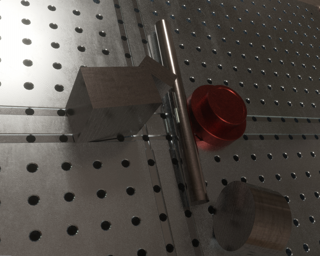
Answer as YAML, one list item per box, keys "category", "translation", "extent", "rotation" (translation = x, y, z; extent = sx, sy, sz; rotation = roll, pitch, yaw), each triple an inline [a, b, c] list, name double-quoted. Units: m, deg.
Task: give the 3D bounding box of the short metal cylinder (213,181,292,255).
- category: "short metal cylinder"
  translation: [0.106, 0.107, 0.367]
  extent: [0.050, 0.080, 0.080]
  rotation: [18, 55, -19]

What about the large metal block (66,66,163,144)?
- category: "large metal block"
  translation: [-0.056, -0.027, 0.360]
  extent: [0.081, 0.080, 0.050]
  rotation: [-8, 66, -32]

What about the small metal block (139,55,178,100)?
- category: "small metal block"
  translation: [-0.012, -0.064, 0.426]
  extent: [0.050, 0.050, 0.025]
  rotation: [34, 51, -7]

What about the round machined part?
- category: "round machined part"
  translation: [0.090, -0.025, 0.463]
  extent: [0.099, 0.042, 0.098]
  rotation: [14, 56, -21]

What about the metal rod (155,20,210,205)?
- category: "metal rod"
  translation: [0.026, -0.040, 0.448]
  extent: [0.025, 0.025, 0.299]
  rotation: [5, 59, -26]
